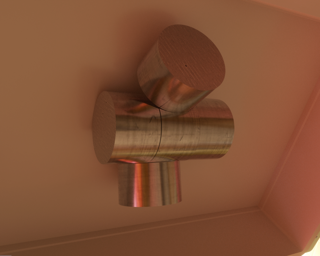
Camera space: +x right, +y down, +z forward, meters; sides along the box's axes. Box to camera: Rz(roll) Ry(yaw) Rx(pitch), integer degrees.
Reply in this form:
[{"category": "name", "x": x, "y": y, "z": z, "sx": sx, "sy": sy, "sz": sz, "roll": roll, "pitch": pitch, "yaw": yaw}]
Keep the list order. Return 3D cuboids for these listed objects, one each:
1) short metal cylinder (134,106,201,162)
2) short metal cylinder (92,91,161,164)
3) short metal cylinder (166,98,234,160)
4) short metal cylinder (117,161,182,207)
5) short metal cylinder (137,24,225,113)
[{"category": "short metal cylinder", "x": 0.005, "y": 0.001, "z": 0.374, "sx": 0.050, "sy": 0.080, "sz": 0.079, "roll": 1, "pitch": 118, "yaw": -29}, {"category": "short metal cylinder", "x": -0.040, "y": 0.000, "z": 0.349, "sx": 0.050, "sy": 0.080, "sz": 0.079, "roll": 1, "pitch": 118, "yaw": -29}, {"category": "short metal cylinder", "x": 0.049, "y": 0.001, "z": 0.398, "sx": 0.050, "sy": 0.080, "sz": 0.079, "roll": 1, "pitch": 118, "yaw": -29}, {"category": "short metal cylinder", "x": -0.013, "y": 0.069, "z": 0.397, "sx": 0.081, "sy": 0.080, "sz": 0.050, "roll": 0, "pitch": 84, "yaw": -29}, {"category": "short metal cylinder", "x": 0.023, "y": -0.063, "z": 0.335, "sx": 0.081, "sy": 0.080, "sz": 0.050, "roll": 2, "pitch": 155, "yaw": -29}]
